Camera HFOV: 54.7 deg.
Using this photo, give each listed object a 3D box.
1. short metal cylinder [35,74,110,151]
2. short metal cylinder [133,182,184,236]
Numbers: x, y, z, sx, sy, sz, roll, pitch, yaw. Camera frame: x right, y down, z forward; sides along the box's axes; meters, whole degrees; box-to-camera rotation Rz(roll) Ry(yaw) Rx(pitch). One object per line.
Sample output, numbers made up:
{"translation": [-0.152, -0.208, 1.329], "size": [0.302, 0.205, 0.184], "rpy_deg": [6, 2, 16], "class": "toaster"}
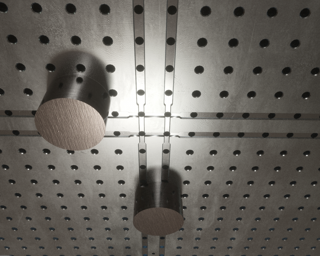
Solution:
{"translation": [-0.104, -0.018, 0.378], "size": [0.081, 0.050, 0.079], "rpy_deg": [0, 130, 0], "class": "short metal cylinder"}
{"translation": [-0.003, 0.133, 0.509], "size": [0.081, 0.050, 0.079], "rpy_deg": [0, 130, 0], "class": "short metal cylinder"}
